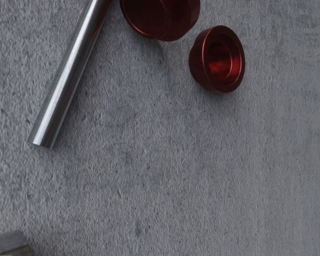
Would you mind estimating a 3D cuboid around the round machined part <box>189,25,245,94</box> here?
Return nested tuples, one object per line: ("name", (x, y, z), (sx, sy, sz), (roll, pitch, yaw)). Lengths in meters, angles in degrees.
("round machined part", (0.081, -0.099, 0.464), (0.099, 0.042, 0.097), (0, 90, -40))

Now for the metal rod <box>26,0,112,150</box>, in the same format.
("metal rod", (-0.075, -0.120, 0.342), (0.025, 0.025, 0.299), (29, 72, -37))

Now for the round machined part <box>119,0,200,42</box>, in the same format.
("round machined part", (-0.007, -0.141, 0.353), (0.042, 0.098, 0.098), (-49, 119, -29))

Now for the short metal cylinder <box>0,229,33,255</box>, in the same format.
("short metal cylinder", (-0.138, 0.131, 0.255), (0.050, 0.080, 0.079), (-7, 95, -40))
